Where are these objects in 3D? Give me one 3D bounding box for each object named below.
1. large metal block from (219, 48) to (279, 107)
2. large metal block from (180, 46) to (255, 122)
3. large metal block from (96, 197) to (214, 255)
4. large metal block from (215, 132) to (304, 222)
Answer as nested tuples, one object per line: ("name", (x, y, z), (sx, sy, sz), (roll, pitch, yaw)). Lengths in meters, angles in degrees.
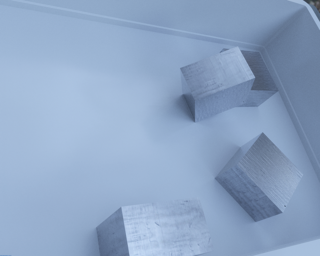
("large metal block", (0.136, -0.082, 0.515), (0.081, 0.050, 0.080), (-3, 64, -30))
("large metal block", (0.076, -0.057, 0.428), (0.080, 0.080, 0.050), (-21, 70, -1))
("large metal block", (-0.009, 0.107, 0.301), (0.081, 0.080, 0.050), (0, 62, -28))
("large metal block", (0.136, 0.066, 0.425), (0.080, 0.050, 0.080), (47, 51, 4))
